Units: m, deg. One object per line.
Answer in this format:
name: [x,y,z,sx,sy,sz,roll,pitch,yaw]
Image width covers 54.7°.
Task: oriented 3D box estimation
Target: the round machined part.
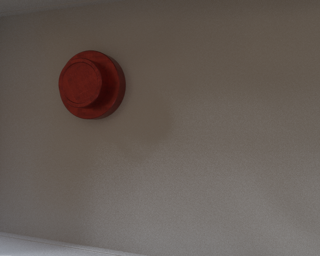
round machined part: [-0.102,-0.061,0.436,0.098,0.042,0.097,0,90,19]
